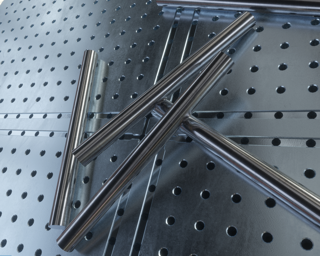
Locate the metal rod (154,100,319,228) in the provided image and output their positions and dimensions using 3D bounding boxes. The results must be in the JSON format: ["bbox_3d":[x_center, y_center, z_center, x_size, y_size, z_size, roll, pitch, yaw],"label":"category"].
[{"bbox_3d":[0.081,0.029,0.347,0.025,0.025,0.300,-49,52,-6],"label":"metal rod"}]

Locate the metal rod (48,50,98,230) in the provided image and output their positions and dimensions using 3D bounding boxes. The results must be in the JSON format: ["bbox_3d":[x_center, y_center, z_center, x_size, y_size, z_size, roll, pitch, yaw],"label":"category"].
[{"bbox_3d":[-0.126,-0.001,0.473,0.025,0.025,0.299,-12,57,21],"label":"metal rod"}]

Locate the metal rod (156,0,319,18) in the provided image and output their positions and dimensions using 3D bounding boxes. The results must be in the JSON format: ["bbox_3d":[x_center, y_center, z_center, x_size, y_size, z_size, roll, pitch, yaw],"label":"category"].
[{"bbox_3d":[0.117,-0.185,0.459,0.300,0.025,0.025,20,72,35],"label":"metal rod"}]

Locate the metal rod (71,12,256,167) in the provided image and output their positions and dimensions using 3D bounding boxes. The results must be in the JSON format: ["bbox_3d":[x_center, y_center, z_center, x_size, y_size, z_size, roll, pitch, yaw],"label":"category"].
[{"bbox_3d":[0.013,-0.058,0.406,0.301,0.025,0.025,-40,51,-11],"label":"metal rod"}]

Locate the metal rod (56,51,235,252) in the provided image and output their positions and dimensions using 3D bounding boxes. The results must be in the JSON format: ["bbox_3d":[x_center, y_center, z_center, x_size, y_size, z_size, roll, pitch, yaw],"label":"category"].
[{"bbox_3d":[-0.019,0.030,0.375,0.300,0.025,0.025,-49,51,2],"label":"metal rod"}]
